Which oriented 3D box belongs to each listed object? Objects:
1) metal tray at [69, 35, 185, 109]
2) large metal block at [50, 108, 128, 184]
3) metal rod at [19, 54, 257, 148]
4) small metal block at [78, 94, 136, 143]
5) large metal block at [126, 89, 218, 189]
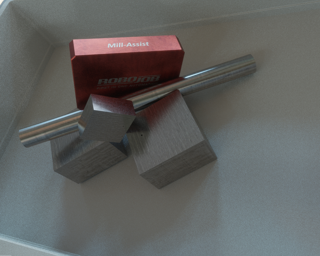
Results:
[{"bbox_3d":[-0.042,-0.068,0.390,0.131,0.089,0.030,-7,54,-14],"label":"metal tray"},{"bbox_3d":[-0.101,0.017,0.426,0.080,0.050,0.080,-29,52,9],"label":"large metal block"},{"bbox_3d":[-0.026,-0.035,0.390,0.302,0.025,0.025,-18,53,-2],"label":"metal rod"},{"bbox_3d":[-0.063,-0.010,0.363,0.050,0.050,0.025,-55,40,38],"label":"small metal block"},{"bbox_3d":[0.010,0.014,0.373,0.080,0.050,0.080,-29,52,9],"label":"large metal block"}]
